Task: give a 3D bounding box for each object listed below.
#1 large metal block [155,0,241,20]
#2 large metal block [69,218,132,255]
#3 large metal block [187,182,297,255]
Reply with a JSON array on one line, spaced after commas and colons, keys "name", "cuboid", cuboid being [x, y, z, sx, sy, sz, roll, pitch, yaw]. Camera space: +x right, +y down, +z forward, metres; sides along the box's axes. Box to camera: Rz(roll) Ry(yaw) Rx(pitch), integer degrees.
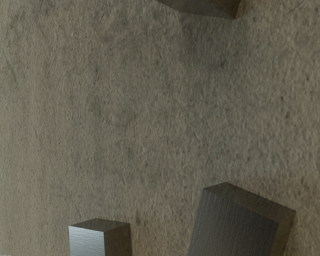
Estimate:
[{"name": "large metal block", "cuboid": [0.036, -0.159, 0.338, 0.080, 0.081, 0.050, 24, 105, 37]}, {"name": "large metal block", "cuboid": [-0.088, 0.183, 0.459, 0.080, 0.050, 0.080, -7, 86, 39]}, {"name": "large metal block", "cuboid": [0.082, 0.111, 0.320, 0.080, 0.050, 0.079, 19, 102, 38]}]
